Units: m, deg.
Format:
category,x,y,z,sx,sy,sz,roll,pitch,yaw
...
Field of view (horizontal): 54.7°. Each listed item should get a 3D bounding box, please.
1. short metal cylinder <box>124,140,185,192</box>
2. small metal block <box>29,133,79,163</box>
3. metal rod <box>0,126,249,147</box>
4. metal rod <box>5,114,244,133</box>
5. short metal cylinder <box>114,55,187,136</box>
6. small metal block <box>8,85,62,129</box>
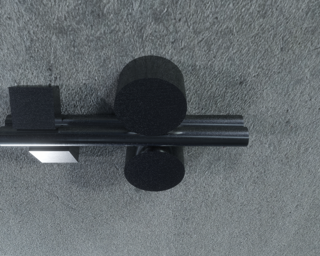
category,x,y,z,sx,sy,sz,roll,pitch,yaw
short metal cylinder,-0.007,0.043,0.429,0.081,0.050,0.079,0,130,0
small metal block,-0.140,0.028,0.418,0.050,0.025,0.050,0,157,-1
metal rod,-0.044,0.010,0.384,0.302,0.025,0.025,0,130,0
metal rod,-0.045,-0.005,0.404,0.302,0.025,0.025,0,130,-1
short metal cylinder,-0.010,-0.037,0.360,0.081,0.050,0.079,0,130,0
small metal block,-0.149,-0.025,0.373,0.050,0.025,0.050,0,103,0
